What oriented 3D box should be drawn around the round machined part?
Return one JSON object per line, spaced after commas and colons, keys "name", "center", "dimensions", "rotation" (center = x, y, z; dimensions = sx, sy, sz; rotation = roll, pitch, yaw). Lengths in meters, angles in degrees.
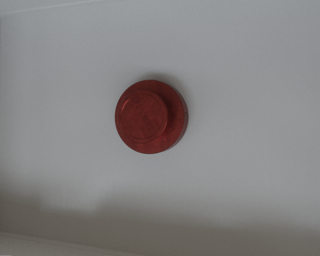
{"name": "round machined part", "center": [-0.016, -0.015, 0.404], "dimensions": [0.098, 0.042, 0.097], "rotation": [0, 90, 20]}
